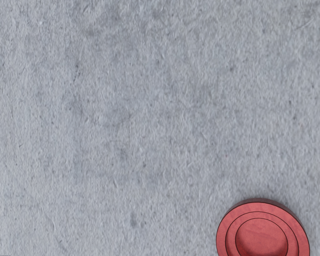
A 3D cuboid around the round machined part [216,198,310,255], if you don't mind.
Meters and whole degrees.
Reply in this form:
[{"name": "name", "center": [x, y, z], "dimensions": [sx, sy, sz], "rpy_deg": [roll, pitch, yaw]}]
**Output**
[{"name": "round machined part", "center": [0.117, 0.130, 0.358], "dimensions": [0.098, 0.042, 0.097], "rpy_deg": [0, 90, 19]}]
